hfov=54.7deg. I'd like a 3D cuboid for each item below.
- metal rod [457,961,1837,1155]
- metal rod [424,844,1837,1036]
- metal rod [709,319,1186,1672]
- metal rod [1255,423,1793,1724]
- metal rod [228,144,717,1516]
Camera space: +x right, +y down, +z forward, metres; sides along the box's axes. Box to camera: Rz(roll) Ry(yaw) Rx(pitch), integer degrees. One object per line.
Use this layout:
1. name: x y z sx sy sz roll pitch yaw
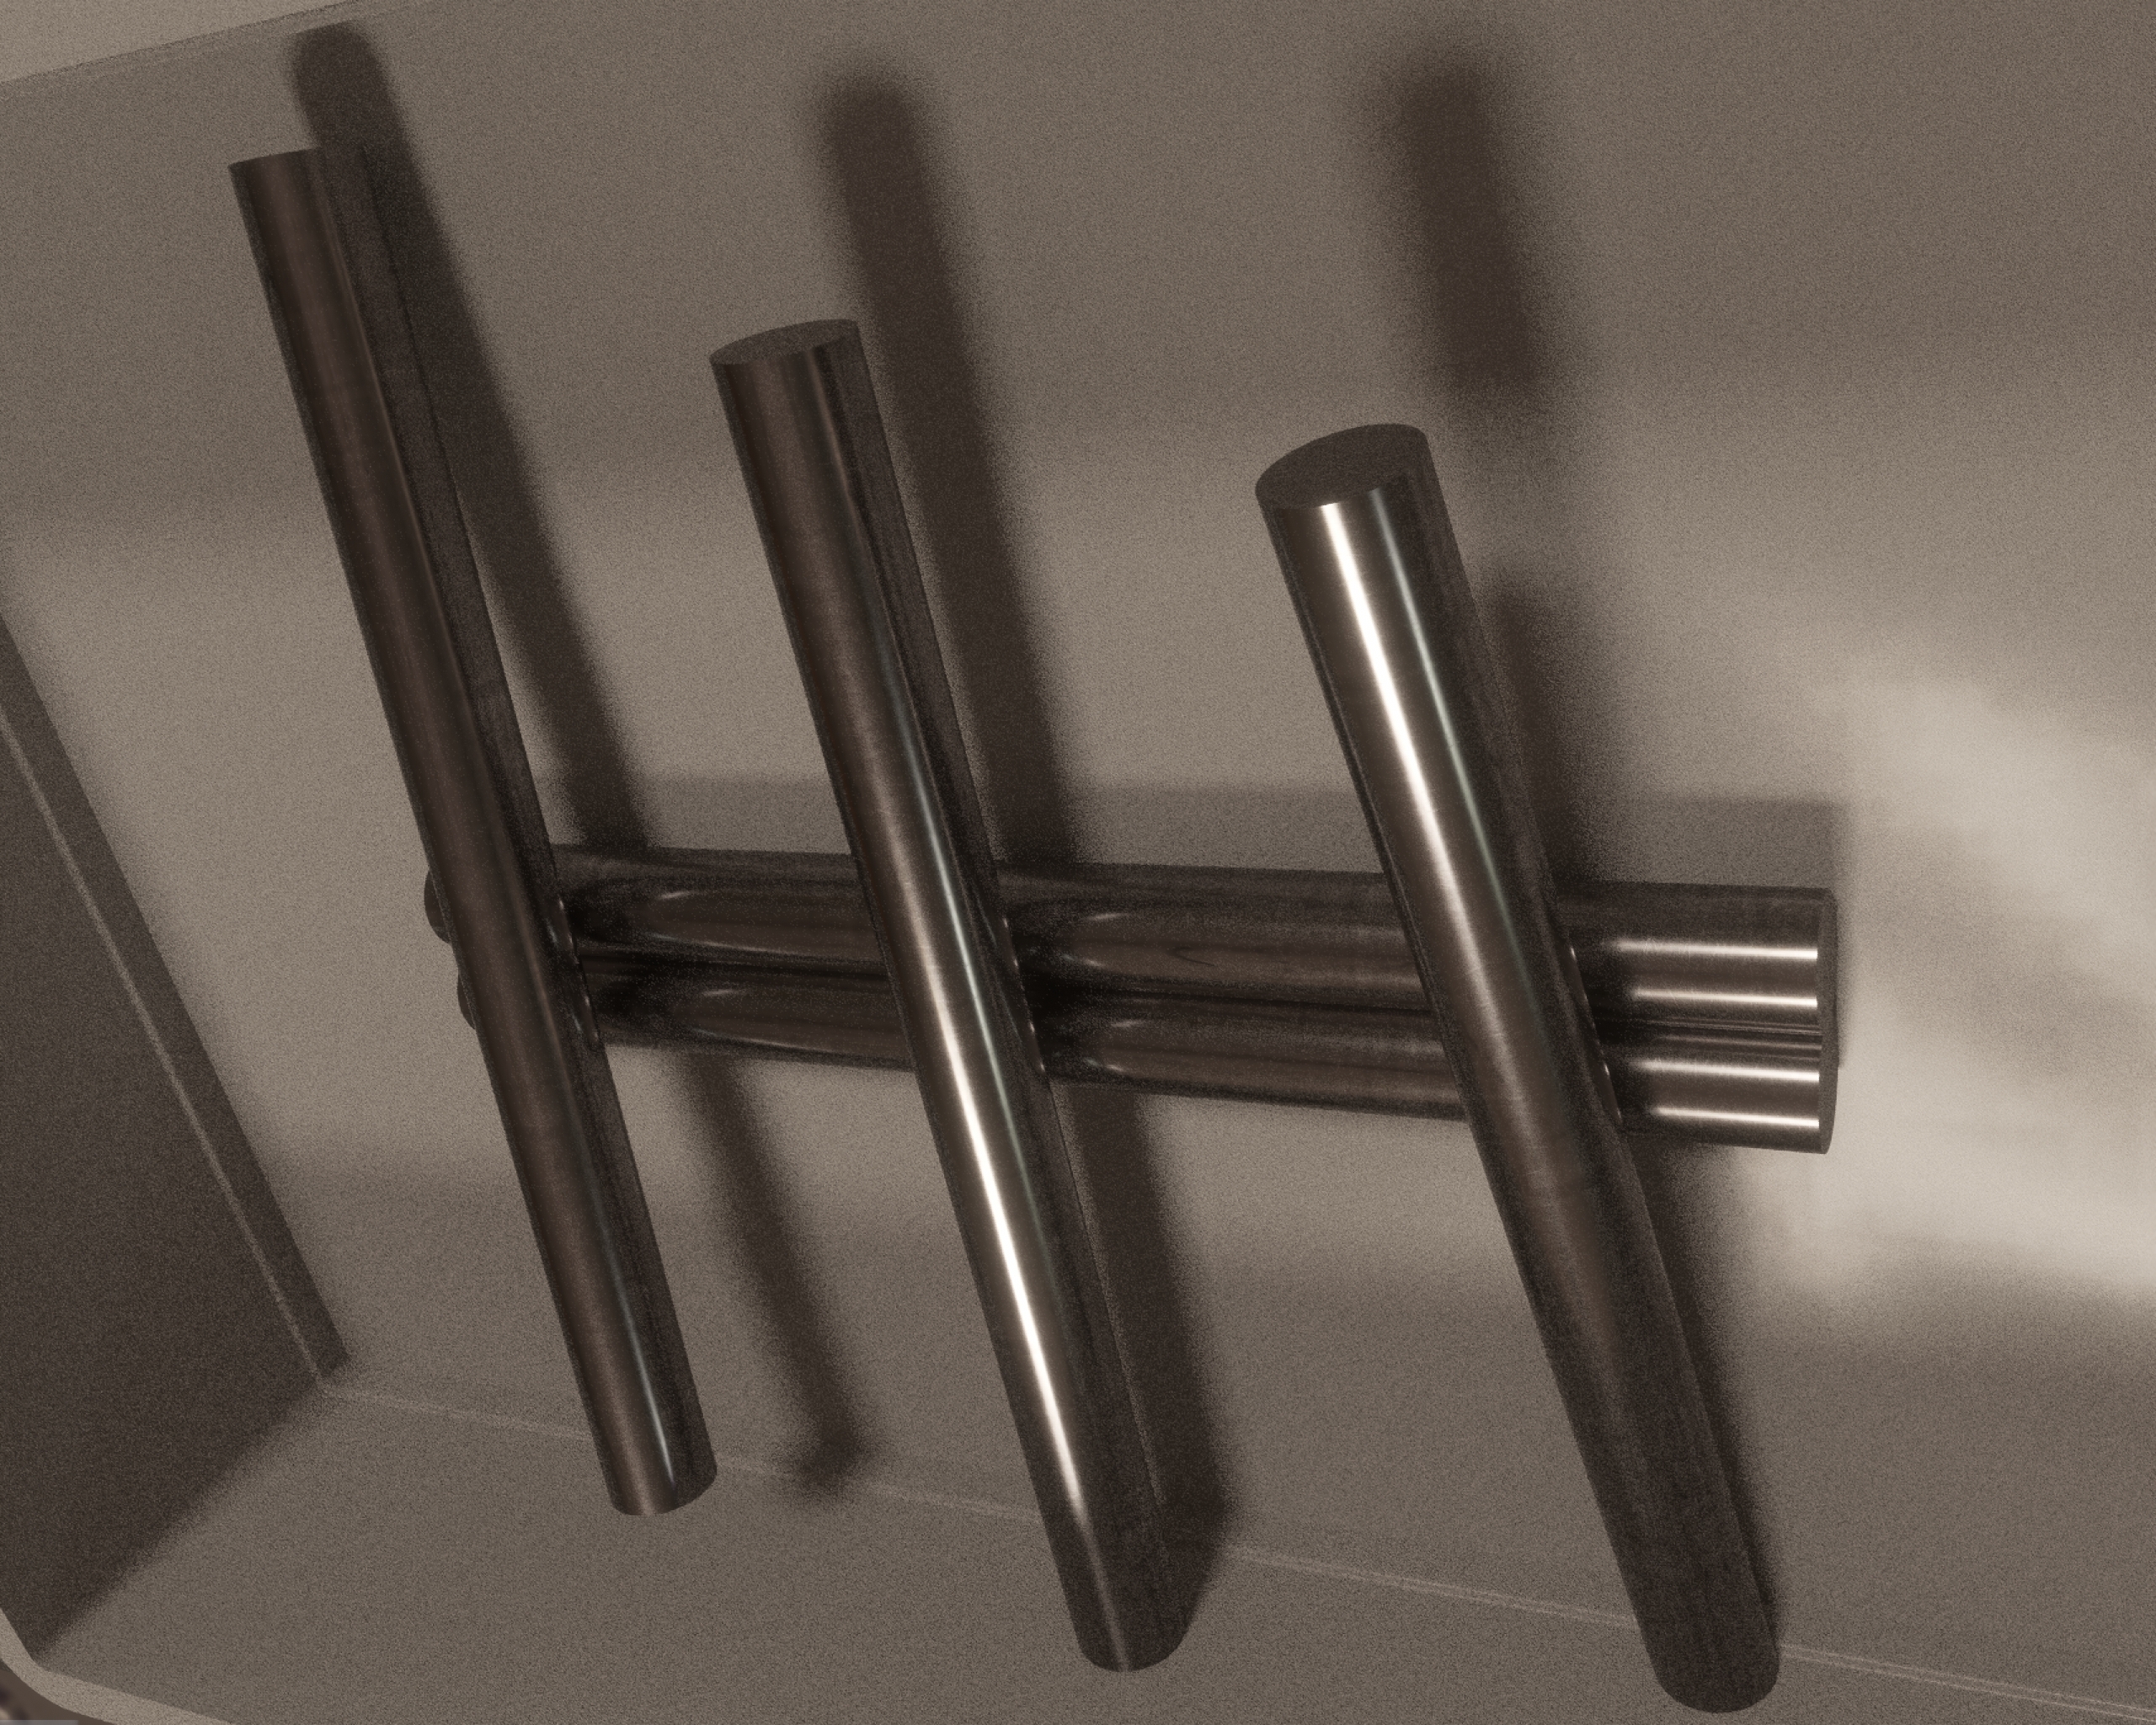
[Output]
1. metal rod: -0.004 0.033 0.429 0.301 0.025 0.025 2 119 26
2. metal rod: -0.008 0.012 0.418 0.301 0.025 0.025 2 119 26
3. metal rod: -0.018 0.044 0.410 0.025 0.025 0.298 1 119 27
4. metal rod: 0.088 0.063 0.370 0.025 0.025 0.299 -4 125 30
5. metal rod: -0.123 0.005 0.442 0.025 0.025 0.298 -1 110 28
